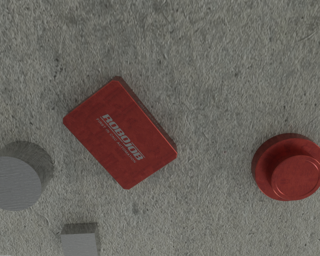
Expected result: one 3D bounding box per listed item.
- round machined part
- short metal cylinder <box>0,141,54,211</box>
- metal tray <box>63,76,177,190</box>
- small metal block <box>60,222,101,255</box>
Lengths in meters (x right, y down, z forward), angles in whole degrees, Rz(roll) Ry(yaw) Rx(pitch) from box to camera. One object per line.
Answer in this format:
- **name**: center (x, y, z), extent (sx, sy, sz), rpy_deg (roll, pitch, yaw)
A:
- **round machined part**: center (0.180, 0.060, 0.425), extent (0.099, 0.042, 0.097), rpy_deg (0, 110, 0)
- **short metal cylinder**: center (-0.192, 0.064, 0.418), extent (0.081, 0.050, 0.079), rpy_deg (0, 110, 0)
- **metal tray**: center (-0.050, 0.009, 0.410), extent (0.090, 0.030, 0.130), rpy_deg (-35, 107, 12)
- **small metal block**: center (-0.120, 0.174, 0.473), extent (0.050, 0.025, 0.050), rpy_deg (-3, 110, 1)
